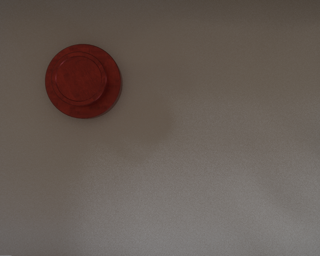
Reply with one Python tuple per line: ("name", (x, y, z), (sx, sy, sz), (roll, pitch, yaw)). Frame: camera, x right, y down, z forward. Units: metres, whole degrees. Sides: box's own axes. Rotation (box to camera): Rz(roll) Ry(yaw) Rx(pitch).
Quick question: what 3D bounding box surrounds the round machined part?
("round machined part", (-0.100, -0.061, 0.402), (0.099, 0.042, 0.097), (0, 90, -1))
